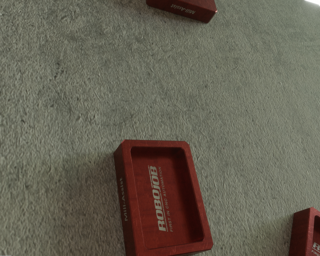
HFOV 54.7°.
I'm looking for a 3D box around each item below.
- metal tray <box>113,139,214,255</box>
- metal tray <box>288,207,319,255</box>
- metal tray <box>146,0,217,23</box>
[{"bbox_3d":[0.001,0.078,0.353,0.091,0.030,0.130,3,60,-27],"label":"metal tray"},{"bbox_3d":[0.238,0.179,0.418,0.130,0.030,0.090,33,51,-6],"label":"metal tray"},{"bbox_3d":[0.037,-0.251,0.573,0.131,0.030,0.090,7,59,-25],"label":"metal tray"}]
